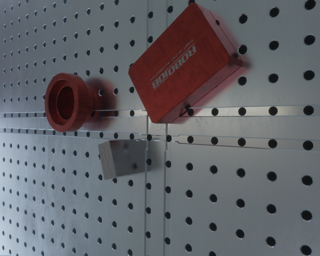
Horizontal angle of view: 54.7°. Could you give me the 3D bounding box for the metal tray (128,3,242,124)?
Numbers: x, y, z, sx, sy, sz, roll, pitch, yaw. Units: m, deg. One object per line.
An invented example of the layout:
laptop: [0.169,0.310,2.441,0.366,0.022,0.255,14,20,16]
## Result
metal tray: [0.024,-0.075,0.386,0.130,0.030,0.090,-39,66,33]

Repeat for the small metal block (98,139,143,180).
small metal block: [-0.056,0.044,0.439,0.025,0.050,0.050,-21,77,38]

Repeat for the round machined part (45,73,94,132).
round machined part: [-0.149,-0.042,0.521,0.098,0.042,0.097,0,90,40]
